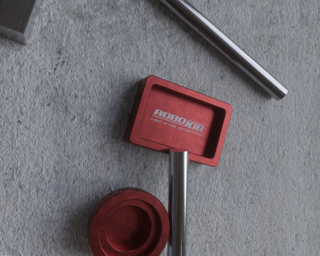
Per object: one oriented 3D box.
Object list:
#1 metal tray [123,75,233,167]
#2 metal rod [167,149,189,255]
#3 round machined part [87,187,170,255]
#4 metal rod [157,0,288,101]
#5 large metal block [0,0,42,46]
[{"bbox_3d":[0.027,-0.007,0.417,0.131,0.030,0.090,18,84,-20],"label":"metal tray"},{"bbox_3d":[0.021,0.175,0.401,0.025,0.025,0.298,-2,97,-20],"label":"metal rod"},{"bbox_3d":[-0.041,0.122,0.386,0.099,0.042,0.097,0,90,-21],"label":"round machined part"},{"bbox_3d":[0.070,-0.135,0.435,0.301,0.025,0.025,35,79,-17],"label":"metal rod"},{"bbox_3d":[-0.173,-0.147,0.332,0.081,0.050,0.080,19,84,-20],"label":"large metal block"}]
